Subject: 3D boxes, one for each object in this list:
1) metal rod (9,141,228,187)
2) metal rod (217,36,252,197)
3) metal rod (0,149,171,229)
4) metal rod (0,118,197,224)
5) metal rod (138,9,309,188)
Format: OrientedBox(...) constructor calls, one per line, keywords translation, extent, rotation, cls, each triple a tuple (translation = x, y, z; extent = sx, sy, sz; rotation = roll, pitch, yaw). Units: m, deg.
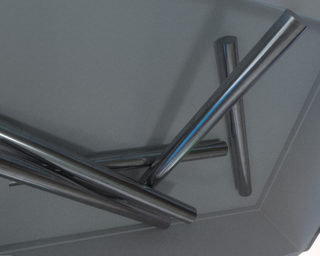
OrientedBox(translation=(-0.036, 0.043, 0.416), extent=(0.303, 0.025, 0.025), rotation=(-5, 121, -27), cls="metal rod")
OrientedBox(translation=(0.120, 0.003, 0.478), extent=(0.025, 0.025, 0.299), rotation=(-27, 128, -12), cls="metal rod")
OrientedBox(translation=(-0.076, 0.092, 0.402), extent=(0.025, 0.025, 0.301), rotation=(-48, 137, 5), cls="metal rod")
OrientedBox(translation=(-0.072, 0.057, 0.371), extent=(0.301, 0.025, 0.025), rotation=(30, 102, -28), cls="metal rod")
OrientedBox(translation=(0.044, -0.001, 0.355), extent=(0.025, 0.025, 0.298), rotation=(10, 135, -33), cls="metal rod")
